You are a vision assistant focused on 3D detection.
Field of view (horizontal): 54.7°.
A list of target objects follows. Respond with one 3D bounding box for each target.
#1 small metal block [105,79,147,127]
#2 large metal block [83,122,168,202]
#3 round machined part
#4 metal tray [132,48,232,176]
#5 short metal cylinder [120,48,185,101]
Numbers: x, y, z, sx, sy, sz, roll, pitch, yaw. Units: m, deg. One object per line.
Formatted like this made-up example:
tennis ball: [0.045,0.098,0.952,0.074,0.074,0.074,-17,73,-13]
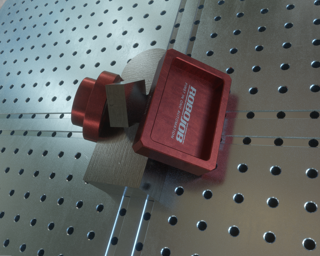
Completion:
small metal block: [-0.039,-0.031,0.377,0.025,0.050,0.050,1,105,26]
large metal block: [-0.037,0.040,0.387,0.080,0.050,0.080,2,63,29]
round machined part: [-0.089,-0.031,0.422,0.042,0.098,0.098,16,66,-1]
metal tray: [0.030,-0.020,0.365,0.030,0.091,0.130,139,150,-62]
short metal cylinder: [-0.008,-0.064,0.435,0.080,0.050,0.080,-13,56,21]
